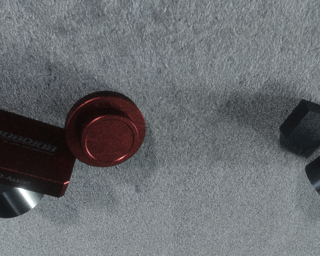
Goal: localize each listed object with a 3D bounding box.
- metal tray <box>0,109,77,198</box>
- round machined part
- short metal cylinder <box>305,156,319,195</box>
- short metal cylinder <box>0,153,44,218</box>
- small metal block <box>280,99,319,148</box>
[{"bbox_3d":[-0.172,0.028,0.386,0.131,0.090,0.030,18,128,-15],"label":"metal tray"},{"bbox_3d":[-0.064,0.007,0.379,0.099,0.042,0.097,-9,117,-17],"label":"round machined part"},{"bbox_3d":[0.254,0.070,0.433,0.080,0.080,0.050,26,125,-21],"label":"short metal cylinder"},{"bbox_3d":[-0.210,0.078,0.436,0.080,0.080,0.050,-6,130,5],"label":"short metal cylinder"},{"bbox_3d":[0.196,-0.005,0.405,0.050,0.025,0.050,16,128,-13],"label":"small metal block"}]
